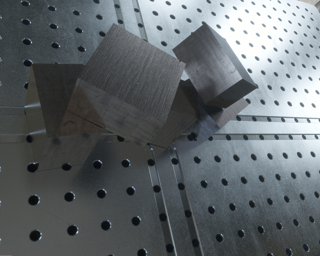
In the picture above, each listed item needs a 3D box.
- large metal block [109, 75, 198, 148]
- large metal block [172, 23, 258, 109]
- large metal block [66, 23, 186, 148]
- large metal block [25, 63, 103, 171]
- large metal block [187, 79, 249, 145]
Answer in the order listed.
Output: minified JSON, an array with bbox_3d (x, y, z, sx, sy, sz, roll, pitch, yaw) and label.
[{"bbox_3d":[-0.009,-0.024,0.383,0.081,0.080,0.050,17,55,-19],"label":"large metal block"},{"bbox_3d":[0.071,-0.074,0.389,0.080,0.050,0.080,1,57,-61],"label":"large metal block"},{"bbox_3d":[-0.030,-0.041,0.298,0.080,0.050,0.080,27,52,-11],"label":"large metal block"},{"bbox_3d":[-0.104,-0.010,0.323,0.050,0.080,0.080,-6,65,-31],"label":"large metal block"},{"bbox_3d":[0.069,-0.036,0.453,0.081,0.050,0.080,-35,81,-39],"label":"large metal block"}]
